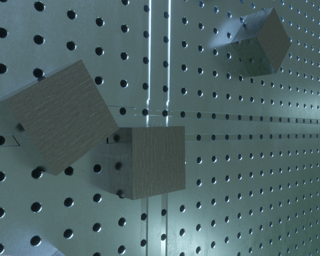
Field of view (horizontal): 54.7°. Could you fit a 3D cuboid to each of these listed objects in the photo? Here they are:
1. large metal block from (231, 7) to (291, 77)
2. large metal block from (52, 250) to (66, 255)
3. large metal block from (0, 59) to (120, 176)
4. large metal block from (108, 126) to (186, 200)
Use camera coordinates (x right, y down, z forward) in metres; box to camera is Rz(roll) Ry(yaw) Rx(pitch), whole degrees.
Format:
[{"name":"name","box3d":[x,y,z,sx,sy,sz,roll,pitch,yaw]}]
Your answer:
[{"name":"large metal block","box3d":[0.180,-0.150,0.547,0.080,0.050,0.080,48,61,-30]},{"name":"large metal block","box3d":[-0.086,0.179,0.303,0.050,0.080,0.080,-37,113,-34]},{"name":"large metal block","box3d":[-0.101,-0.011,0.309,0.080,0.050,0.080,-40,115,-33]},{"name":"large metal block","box3d":[-0.015,0.038,0.382,0.081,0.050,0.079,-2,91,-40]}]
